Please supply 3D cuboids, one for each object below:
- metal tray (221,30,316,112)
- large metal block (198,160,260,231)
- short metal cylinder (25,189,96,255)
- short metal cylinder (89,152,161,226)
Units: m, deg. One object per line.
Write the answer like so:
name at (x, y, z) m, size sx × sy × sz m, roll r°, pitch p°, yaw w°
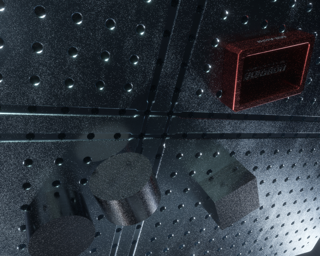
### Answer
metal tray at (0.152, -0.082, 0.440) m, size 0.131 × 0.030 × 0.089 m, roll -16°, pitch 125°, yaw -20°
large metal block at (0.120, 0.115, 0.532) m, size 0.080 × 0.050 × 0.080 m, roll -28°, pitch 128°, yaw -11°
short metal cylinder at (-0.130, 0.127, 0.403) m, size 0.081 × 0.050 × 0.079 m, roll -14°, pitch 124°, yaw -21°
short metal cylinder at (-0.044, 0.077, 0.400) m, size 0.080 × 0.080 × 0.050 m, roll -25°, pitch 128°, yaw -13°
